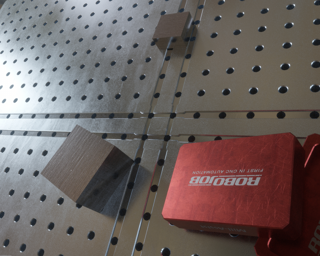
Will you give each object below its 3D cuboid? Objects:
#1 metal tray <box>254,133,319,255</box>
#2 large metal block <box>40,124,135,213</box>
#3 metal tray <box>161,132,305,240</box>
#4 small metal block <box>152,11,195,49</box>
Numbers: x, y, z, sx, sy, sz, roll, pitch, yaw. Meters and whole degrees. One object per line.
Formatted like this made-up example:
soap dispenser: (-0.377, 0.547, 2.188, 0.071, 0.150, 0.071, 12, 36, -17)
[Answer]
metal tray: (0.155, 0.077, 0.276, 0.090, 0.030, 0.130, 22, 73, 36)
large metal block: (-0.096, 0.052, 0.411, 0.080, 0.050, 0.080, 24, 75, 36)
metal tray: (0.070, 0.056, 0.309, 0.130, 0.030, 0.090, -9, 51, 40)
small metal block: (0.022, -0.154, 0.492, 0.050, 0.025, 0.050, 4, 64, 30)
